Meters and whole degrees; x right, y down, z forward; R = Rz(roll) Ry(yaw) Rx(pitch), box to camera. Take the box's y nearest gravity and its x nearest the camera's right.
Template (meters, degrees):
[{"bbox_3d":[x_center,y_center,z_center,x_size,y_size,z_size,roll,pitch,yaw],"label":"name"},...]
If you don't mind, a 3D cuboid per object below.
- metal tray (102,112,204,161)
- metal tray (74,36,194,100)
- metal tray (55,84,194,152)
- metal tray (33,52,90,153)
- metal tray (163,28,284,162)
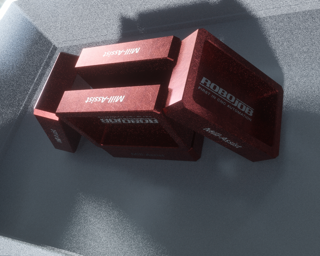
[{"bbox_3d":[-0.006,-0.006,0.408,0.130,0.030,0.090,0,62,27],"label":"metal tray"},{"bbox_3d":[-0.024,-0.061,0.373,0.130,0.090,0.030,0,62,28],"label":"metal tray"},{"bbox_3d":[-0.038,-0.008,0.348,0.130,0.090,0.030,0,62,28],"label":"metal tray"},{"bbox_3d":[-0.125,-0.029,0.422,0.030,0.129,0.090,15,66,-1],"label":"metal tray"},{"bbox_3d":[0.072,-0.030,0.318,0.030,0.131,0.090,-22,47,53],"label":"metal tray"}]
